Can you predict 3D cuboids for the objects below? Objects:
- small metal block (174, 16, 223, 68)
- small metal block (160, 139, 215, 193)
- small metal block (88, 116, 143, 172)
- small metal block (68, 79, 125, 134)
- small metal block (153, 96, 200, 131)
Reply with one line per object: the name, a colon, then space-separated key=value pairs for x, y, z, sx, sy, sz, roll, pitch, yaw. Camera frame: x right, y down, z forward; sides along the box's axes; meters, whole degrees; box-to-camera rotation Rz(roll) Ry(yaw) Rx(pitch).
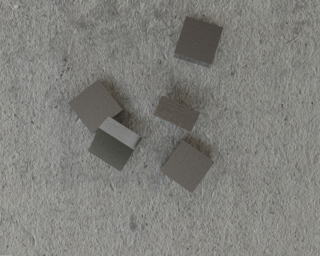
small metal block: x=0.050 y=-0.113 z=0.410 sx=0.050 sy=0.025 sz=0.050 roll=18 pitch=90 yaw=0
small metal block: x=0.035 y=0.049 z=0.410 sx=0.050 sy=0.025 sz=0.050 roll=35 pitch=90 yaw=0
small metal block: x=-0.058 y=0.021 z=0.396 sx=0.050 sy=0.025 sz=0.050 roll=33 pitch=132 yaw=-1
small metal block: x=-0.083 y=-0.028 z=0.409 sx=0.050 sy=0.025 sz=0.050 roll=-38 pitch=90 yaw=0
small metal block: x=0.020 y=-0.018 z=0.397 sx=0.050 sy=0.050 sz=0.025 roll=24 pitch=90 yaw=0
